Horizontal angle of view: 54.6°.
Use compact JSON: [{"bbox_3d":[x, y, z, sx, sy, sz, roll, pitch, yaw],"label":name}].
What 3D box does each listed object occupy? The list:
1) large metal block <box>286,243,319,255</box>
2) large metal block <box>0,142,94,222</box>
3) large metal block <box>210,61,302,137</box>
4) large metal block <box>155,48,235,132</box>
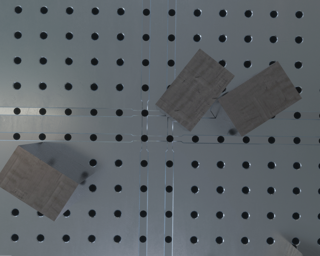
[{"bbox_3d":[0.204,0.210,0.402,0.080,0.050,0.080,20,90,0],"label":"large metal block"},{"bbox_3d":[-0.138,0.062,0.385,0.080,0.080,0.050,33,90,0],"label":"large metal block"},{"bbox_3d":[0.112,-0.033,0.387,0.080,0.080,0.050,-33,90,0],"label":"large metal block"},{"bbox_3d":[0.039,-0.043,0.386,0.050,0.080,0.080,38,90,0],"label":"large metal block"}]
